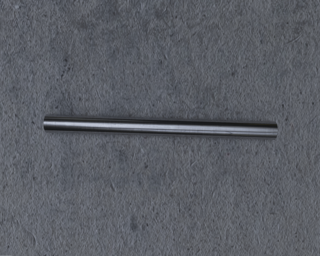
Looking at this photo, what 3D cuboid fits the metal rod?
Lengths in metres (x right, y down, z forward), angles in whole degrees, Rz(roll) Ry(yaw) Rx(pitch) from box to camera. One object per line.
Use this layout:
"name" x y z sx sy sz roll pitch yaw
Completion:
"metal rod" 0.001 -0.001 0.411 0.302 0.025 0.025 2 90 0
